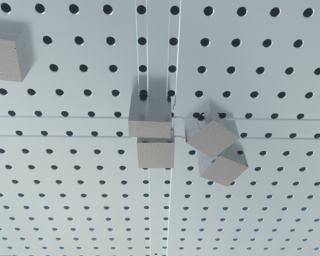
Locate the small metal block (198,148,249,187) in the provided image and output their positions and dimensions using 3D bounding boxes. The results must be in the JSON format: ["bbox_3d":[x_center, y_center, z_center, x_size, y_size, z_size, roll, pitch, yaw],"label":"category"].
[{"bbox_3d":[0.093,0.056,0.460,0.050,0.025,0.050,23,127,-18],"label":"small metal block"}]

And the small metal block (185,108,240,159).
[{"bbox_3d":[0.070,0.008,0.419,0.050,0.025,0.050,31,124,-24],"label":"small metal block"}]

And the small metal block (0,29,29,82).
[{"bbox_3d":[-0.177,-0.081,0.341,0.050,0.025,0.050,6,130,-5],"label":"small metal block"}]

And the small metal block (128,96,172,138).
[{"bbox_3d":[-0.012,-0.014,0.383,0.050,0.050,0.025,2,130,-2],"label":"small metal block"}]

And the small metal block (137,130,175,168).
[{"bbox_3d":[-0.005,0.031,0.437,0.050,0.025,0.050,0,130,0],"label":"small metal block"}]
